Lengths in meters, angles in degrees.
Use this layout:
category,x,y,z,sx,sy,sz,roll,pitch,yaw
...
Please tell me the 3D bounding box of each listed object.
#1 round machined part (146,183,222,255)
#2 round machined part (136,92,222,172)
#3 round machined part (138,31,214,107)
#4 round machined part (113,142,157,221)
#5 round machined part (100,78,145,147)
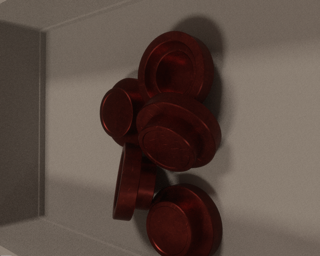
category,x,y,z,sx,sy,sz,roll,pitch,yaw
round machined part,0.022,0.119,0.376,0.098,0.042,0.097,0,90,39
round machined part,0.015,0.012,0.348,0.098,0.042,0.097,19,138,19
round machined part,0.023,-0.064,0.375,0.098,0.042,0.097,0,90,39
round machined part,-0.032,0.069,0.398,0.098,0.042,0.097,-169,89,-81
round machined part,-0.046,-0.021,0.429,0.098,0.042,0.097,2,92,42
